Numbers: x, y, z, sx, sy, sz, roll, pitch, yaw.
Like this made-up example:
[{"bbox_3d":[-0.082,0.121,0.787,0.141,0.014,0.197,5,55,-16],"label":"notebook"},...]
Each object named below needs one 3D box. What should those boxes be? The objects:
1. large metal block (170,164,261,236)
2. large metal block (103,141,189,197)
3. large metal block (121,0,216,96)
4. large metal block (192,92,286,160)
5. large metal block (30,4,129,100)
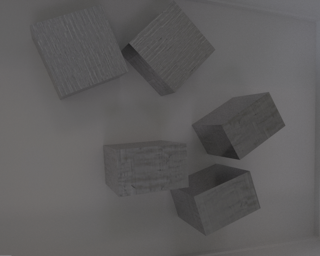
[{"bbox_3d":[0.068,0.089,0.406,0.081,0.080,0.050,-20,97,-19],"label":"large metal block"},{"bbox_3d":[-0.020,0.045,0.374,0.081,0.080,0.050,-4,92,-20],"label":"large metal block"},{"bbox_3d":[0.009,-0.099,0.400,0.080,0.050,0.080,46,76,-15],"label":"large metal block"},{"bbox_3d":[0.103,-0.004,0.419,0.080,0.080,0.050,-33,101,-17],"label":"large metal block"},{"bbox_3d":[-0.094,-0.086,0.362,0.081,0.050,0.080,-25,99,-18],"label":"large metal block"}]
